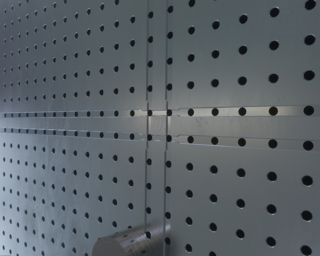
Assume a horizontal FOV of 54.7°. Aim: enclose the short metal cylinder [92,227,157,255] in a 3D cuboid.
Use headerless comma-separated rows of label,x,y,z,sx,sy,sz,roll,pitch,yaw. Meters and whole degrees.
short metal cylinder,-0.050,0.187,0.435,0.080,0.050,0.079,0,90,40
